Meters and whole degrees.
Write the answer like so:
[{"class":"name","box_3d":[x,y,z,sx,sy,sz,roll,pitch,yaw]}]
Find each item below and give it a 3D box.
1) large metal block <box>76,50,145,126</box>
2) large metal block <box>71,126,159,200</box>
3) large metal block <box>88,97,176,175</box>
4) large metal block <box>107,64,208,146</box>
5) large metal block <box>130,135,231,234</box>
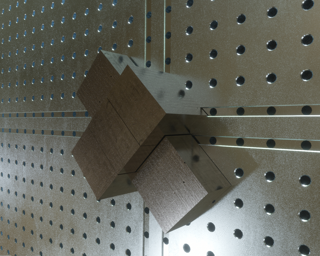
[{"class":"large metal block","box_3d":[-0.064,-0.051,0.440,0.080,0.050,0.080,52,121,27]},{"class":"large metal block","box_3d":[-0.059,0.044,0.420,0.050,0.081,0.080,-52,60,27]},{"class":"large metal block","box_3d":[-0.031,0.008,0.398,0.050,0.081,0.080,-52,60,27]},{"class":"large metal block","box_3d":[-0.003,-0.027,0.375,0.050,0.081,0.080,-52,60,27]},{"class":"large metal block","box_3d":[0.022,0.065,0.373,0.080,0.050,0.080,-52,60,28]}]
